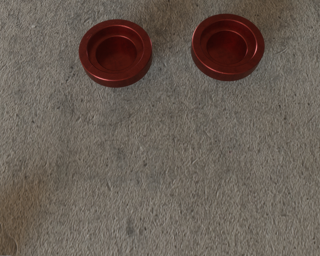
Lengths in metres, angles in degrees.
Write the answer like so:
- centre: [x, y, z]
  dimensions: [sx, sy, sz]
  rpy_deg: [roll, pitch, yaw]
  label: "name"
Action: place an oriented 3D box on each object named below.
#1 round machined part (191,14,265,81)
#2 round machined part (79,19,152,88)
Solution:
- centre: [0.093, -0.109, 0.439]
  dimensions: [0.099, 0.042, 0.098]
  rpy_deg: [0, 70, 0]
  label: "round machined part"
- centre: [-0.060, -0.100, 0.435]
  dimensions: [0.099, 0.042, 0.098]
  rpy_deg: [0, 70, 0]
  label: "round machined part"
